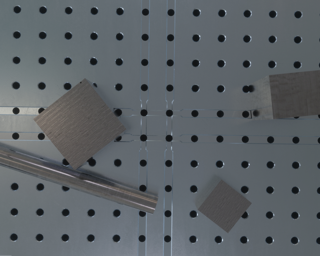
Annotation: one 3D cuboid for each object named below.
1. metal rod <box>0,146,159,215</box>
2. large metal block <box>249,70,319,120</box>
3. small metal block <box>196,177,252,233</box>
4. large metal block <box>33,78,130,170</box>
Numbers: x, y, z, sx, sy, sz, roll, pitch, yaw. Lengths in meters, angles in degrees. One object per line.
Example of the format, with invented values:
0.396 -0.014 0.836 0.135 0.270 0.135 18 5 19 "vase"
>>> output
-0.149 0.057 0.412 0.302 0.025 0.025 18 90 0 "metal rod"
0.165 -0.039 0.387 0.081 0.080 0.050 -6 90 0 "large metal block"
0.084 0.102 0.414 0.050 0.025 0.050 38 90 0 "small metal block"
-0.097 -0.005 0.400 0.080 0.050 0.080 -39 90 0 "large metal block"
